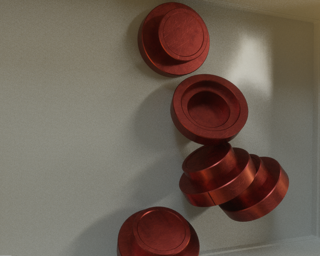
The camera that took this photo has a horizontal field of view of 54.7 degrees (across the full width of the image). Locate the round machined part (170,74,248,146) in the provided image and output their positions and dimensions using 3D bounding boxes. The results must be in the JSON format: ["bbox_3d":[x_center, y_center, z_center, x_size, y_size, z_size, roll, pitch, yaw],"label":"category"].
[{"bbox_3d":[0.062,-0.020,0.411,0.099,0.042,0.098,3,62,-6],"label":"round machined part"}]

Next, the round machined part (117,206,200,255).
[{"bbox_3d":[-0.001,0.134,0.370,0.099,0.098,0.042,-5,127,-20],"label":"round machined part"}]

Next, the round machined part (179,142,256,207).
[{"bbox_3d":[0.068,0.052,0.396,0.099,0.098,0.042,-34,107,-17],"label":"round machined part"}]

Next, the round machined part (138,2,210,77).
[{"bbox_3d":[0.023,-0.119,0.411,0.099,0.042,0.097,0,90,-21],"label":"round machined part"}]

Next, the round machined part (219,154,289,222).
[{"bbox_3d":[0.116,0.073,0.416,0.098,0.098,0.042,-45,107,-15],"label":"round machined part"}]
